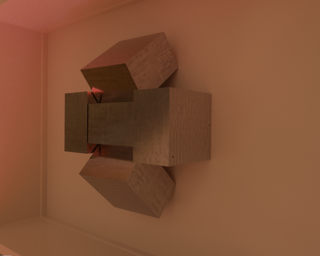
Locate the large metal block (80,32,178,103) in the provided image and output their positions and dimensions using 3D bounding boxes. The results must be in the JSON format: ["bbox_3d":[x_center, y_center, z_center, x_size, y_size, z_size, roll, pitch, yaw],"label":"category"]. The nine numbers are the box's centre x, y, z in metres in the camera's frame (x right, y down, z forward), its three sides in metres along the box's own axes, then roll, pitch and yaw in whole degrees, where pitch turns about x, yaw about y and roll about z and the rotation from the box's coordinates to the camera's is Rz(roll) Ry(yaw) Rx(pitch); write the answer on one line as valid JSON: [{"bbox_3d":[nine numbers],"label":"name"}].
[{"bbox_3d":[-0.037,-0.075,0.392,0.080,0.080,0.050,2,129,40],"label":"large metal block"}]

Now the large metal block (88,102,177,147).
[{"bbox_3d":[-0.034,-0.005,0.398,0.080,0.081,0.050,1,91,40],"label":"large metal block"}]

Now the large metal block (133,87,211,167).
[{"bbox_3d":[0.016,-0.002,0.357,0.050,0.081,0.080,1,91,40],"label":"large metal block"}]

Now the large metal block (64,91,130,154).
[{"bbox_3d":[-0.086,-0.007,0.441,0.050,0.081,0.080,1,91,40],"label":"large metal block"}]

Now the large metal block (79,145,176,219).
[{"bbox_3d":[-0.040,0.065,0.393,0.080,0.080,0.050,1,49,39],"label":"large metal block"}]
